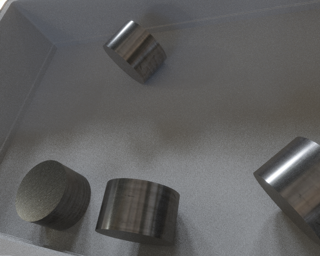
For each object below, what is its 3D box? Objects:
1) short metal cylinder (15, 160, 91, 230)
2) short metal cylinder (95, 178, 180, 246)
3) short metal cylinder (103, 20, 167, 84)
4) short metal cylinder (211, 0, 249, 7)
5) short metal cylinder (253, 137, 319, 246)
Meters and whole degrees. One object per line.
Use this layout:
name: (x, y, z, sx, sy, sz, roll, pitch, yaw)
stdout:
short metal cylinder: (-0.140, 0.089, 0.409, 0.080, 0.050, 0.080, -13, 56, 21)
short metal cylinder: (-0.022, 0.090, 0.327, 0.080, 0.080, 0.050, -4, 60, 26)
short metal cylinder: (-0.037, -0.111, 0.458, 0.050, 0.080, 0.080, -49, 51, -6)
short metal cylinder: (0.106, -0.229, 0.458, 0.080, 0.080, 0.050, 2, 63, 29)
short metal cylinder: (0.129, 0.054, 0.270, 0.050, 0.080, 0.080, -40, 51, 1)
